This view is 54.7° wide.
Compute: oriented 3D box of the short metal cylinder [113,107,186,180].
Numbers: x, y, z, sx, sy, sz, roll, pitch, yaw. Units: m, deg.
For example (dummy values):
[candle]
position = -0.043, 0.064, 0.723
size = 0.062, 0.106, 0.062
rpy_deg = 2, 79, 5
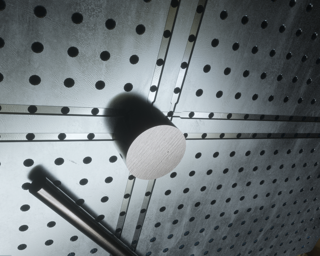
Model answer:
[short metal cylinder]
position = -0.014, 0.020, 0.399
size = 0.081, 0.050, 0.079
rpy_deg = -14, 124, -21

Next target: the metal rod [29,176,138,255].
[metal rod]
position = -0.085, 0.166, 0.467
size = 0.025, 0.025, 0.299
rpy_deg = -36, 129, -4
